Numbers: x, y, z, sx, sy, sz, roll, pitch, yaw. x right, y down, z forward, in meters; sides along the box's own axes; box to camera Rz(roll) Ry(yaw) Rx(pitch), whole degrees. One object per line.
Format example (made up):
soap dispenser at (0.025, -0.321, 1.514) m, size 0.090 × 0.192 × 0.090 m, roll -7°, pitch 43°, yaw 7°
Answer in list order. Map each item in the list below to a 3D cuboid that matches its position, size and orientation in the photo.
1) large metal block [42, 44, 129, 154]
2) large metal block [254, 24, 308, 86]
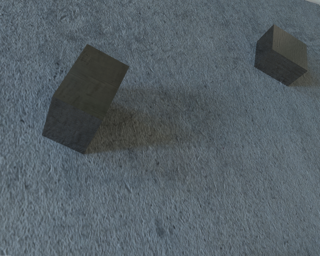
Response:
large metal block at (-0.083, -0.030, 0.342) m, size 0.050 × 0.080 × 0.080 m, roll 27°, pitch 52°, yaw -12°
large metal block at (0.234, -0.140, 0.599) m, size 0.080 × 0.050 × 0.080 m, roll 27°, pitch 52°, yaw -12°
